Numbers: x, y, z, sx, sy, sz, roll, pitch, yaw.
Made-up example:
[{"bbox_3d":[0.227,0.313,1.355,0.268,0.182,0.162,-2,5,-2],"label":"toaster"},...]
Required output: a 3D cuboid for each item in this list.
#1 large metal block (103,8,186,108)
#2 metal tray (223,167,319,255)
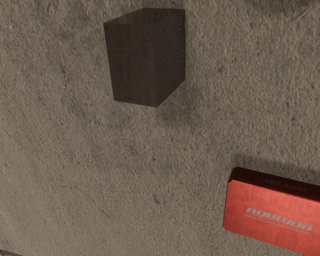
[{"bbox_3d":[-0.011,-0.078,0.328,0.050,0.080,0.079,10,123,22],"label":"large metal block"},{"bbox_3d":[0.150,0.106,0.390,0.130,0.030,0.089,12,124,21],"label":"metal tray"}]
